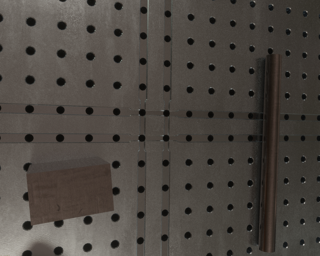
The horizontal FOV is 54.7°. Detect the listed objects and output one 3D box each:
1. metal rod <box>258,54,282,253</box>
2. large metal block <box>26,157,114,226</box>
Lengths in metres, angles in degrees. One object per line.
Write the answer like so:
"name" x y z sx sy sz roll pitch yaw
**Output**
"metal rod" 0.170 0.037 0.477 0.025 0.025 0.298 3 89 -20
"large metal block" -0.101 0.065 0.347 0.081 0.080 0.050 -5 92 -20
